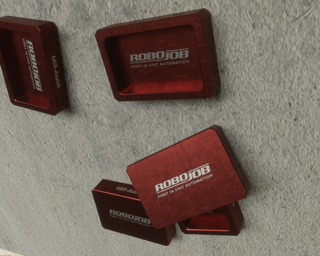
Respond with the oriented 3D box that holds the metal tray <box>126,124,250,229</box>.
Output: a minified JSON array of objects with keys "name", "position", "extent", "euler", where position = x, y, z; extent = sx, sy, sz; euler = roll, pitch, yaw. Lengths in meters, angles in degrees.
[{"name":"metal tray","position":[0.033,0.063,0.389],"extent":[0.130,0.030,0.090],"euler":[-27,88,22]}]

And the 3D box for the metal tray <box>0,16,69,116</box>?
[{"name":"metal tray","position":[-0.185,-0.088,0.446],"extent":[0.090,0.030,0.129],"euler":[14,124,20]}]

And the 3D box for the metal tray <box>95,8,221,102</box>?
[{"name":"metal tray","position":[-0.003,-0.079,0.356],"extent":[0.130,0.030,0.089],"euler":[0,119,28]}]

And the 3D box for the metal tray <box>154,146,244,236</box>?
[{"name":"metal tray","position":[0.053,0.090,0.431],"extent":[0.090,0.030,0.129],"euler":[-11,113,32]}]

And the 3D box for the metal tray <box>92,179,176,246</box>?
[{"name":"metal tray","position":[-0.043,0.138,0.512],"extent":[0.130,0.030,0.089],"euler":[6,121,25]}]
